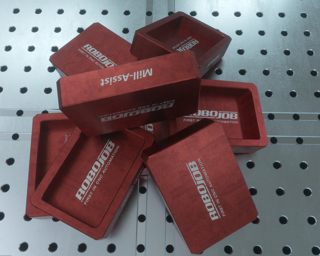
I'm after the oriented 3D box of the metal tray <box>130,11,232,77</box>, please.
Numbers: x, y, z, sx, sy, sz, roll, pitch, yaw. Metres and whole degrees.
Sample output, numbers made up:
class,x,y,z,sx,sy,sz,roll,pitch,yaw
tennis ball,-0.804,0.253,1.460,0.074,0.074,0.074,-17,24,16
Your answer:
class,x,y,z,sx,sy,sz,roll,pitch,yaw
metal tray,0.033,-0.111,0.414,0.090,0.030,0.131,32,40,11

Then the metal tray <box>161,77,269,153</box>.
class,x,y,z,sx,sy,sz,roll,pitch,yaw
metal tray,0.067,-0.015,0.396,0.131,0.030,0.090,2,69,-18

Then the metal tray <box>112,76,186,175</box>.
class,x,y,z,sx,sy,sz,roll,pitch,yaw
metal tray,-0.018,-0.005,0.411,0.091,0.030,0.130,-4,68,-3

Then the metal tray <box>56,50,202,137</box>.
class,x,y,z,sx,sy,sz,roll,pitch,yaw
metal tray,-0.026,-0.031,0.320,0.131,0.090,0.030,-13,71,0

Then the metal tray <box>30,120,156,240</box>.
class,x,y,z,sx,sy,sz,roll,pitch,yaw
metal tray,-0.072,0.049,0.358,0.090,0.030,0.130,25,72,9

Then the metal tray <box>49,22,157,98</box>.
class,x,y,z,sx,sy,sz,roll,pitch,yaw
metal tray,-0.078,-0.084,0.421,0.090,0.030,0.130,-43,60,-14

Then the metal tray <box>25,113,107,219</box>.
class,x,y,z,sx,sy,sz,roll,pitch,yaw
metal tray,-0.114,0.045,0.393,0.091,0.030,0.130,-4,69,-2

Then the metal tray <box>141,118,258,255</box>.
class,x,y,z,sx,sy,sz,roll,pitch,yaw
metal tray,0.047,0.065,0.350,0.090,0.030,0.130,-28,106,-9
